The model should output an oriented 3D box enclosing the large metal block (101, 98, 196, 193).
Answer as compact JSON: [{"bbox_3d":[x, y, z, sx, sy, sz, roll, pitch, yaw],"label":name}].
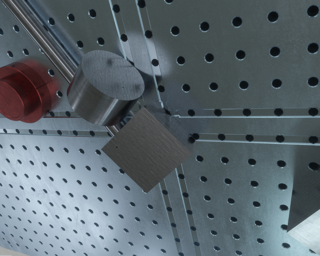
[{"bbox_3d":[-0.013,0.022,0.400,0.080,0.050,0.080,45,109,-3],"label":"large metal block"}]

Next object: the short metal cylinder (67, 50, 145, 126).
[{"bbox_3d":[-0.066,-0.049,0.381,0.080,0.080,0.050,41,129,0],"label":"short metal cylinder"}]

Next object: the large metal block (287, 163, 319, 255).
[{"bbox_3d":[0.185,0.077,0.326,0.050,0.080,0.079,34,129,5],"label":"large metal block"}]

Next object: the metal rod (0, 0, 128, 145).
[{"bbox_3d":[-0.134,-0.092,0.424,0.025,0.025,0.300,-31,102,38],"label":"metal rod"}]

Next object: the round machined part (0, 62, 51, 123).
[{"bbox_3d":[-0.225,-0.050,0.488,0.098,0.042,0.097,13,124,21],"label":"round machined part"}]
